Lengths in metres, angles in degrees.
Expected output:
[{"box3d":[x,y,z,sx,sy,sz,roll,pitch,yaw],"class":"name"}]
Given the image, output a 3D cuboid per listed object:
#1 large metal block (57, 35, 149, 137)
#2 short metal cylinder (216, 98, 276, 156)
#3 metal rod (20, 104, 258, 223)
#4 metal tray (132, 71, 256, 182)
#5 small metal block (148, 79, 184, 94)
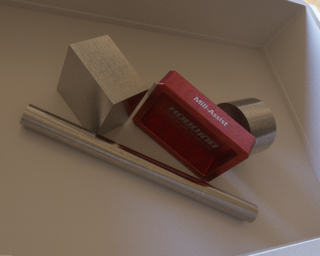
[{"box3d":[-0.070,-0.046,0.360,0.050,0.080,0.080,-30,79,-38],"class":"large metal block"},{"box3d":[0.111,0.001,0.430,0.050,0.080,0.080,-13,69,-33],"class":"short metal cylinder"},{"box3d":[-0.013,0.048,0.369,0.301,0.025,0.025,26,53,-13],"class":"metal rod"},{"box3d":[0.038,0.002,0.382,0.130,0.090,0.030,40,50,-2],"class":"metal tray"},{"box3d":[0.019,-0.044,0.441,0.050,0.025,0.050,-22,74,-36],"class":"small metal block"}]
